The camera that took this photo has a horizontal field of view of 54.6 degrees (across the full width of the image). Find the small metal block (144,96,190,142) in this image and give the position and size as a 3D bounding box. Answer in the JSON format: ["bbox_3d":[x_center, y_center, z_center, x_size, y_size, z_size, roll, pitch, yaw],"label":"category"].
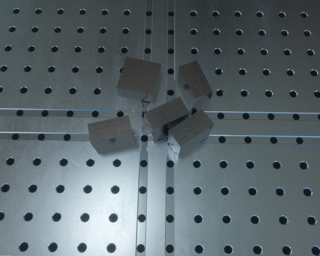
[{"bbox_3d":[0.008,-0.010,0.402,0.050,0.050,0.025,-25,72,-9],"label":"small metal block"}]

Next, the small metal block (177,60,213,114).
[{"bbox_3d":[0.046,-0.054,0.419,0.025,0.050,0.050,-21,72,-7],"label":"small metal block"}]

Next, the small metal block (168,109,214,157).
[{"bbox_3d":[0.038,0.008,0.396,0.050,0.050,0.025,-33,73,-11],"label":"small metal block"}]

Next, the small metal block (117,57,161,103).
[{"bbox_3d":[-0.028,-0.068,0.436,0.050,0.025,0.050,13,70,4],"label":"small metal block"}]

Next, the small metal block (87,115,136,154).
[{"bbox_3d":[-0.060,0.009,0.395,0.050,0.050,0.025,-12,71,-4],"label":"small metal block"}]
